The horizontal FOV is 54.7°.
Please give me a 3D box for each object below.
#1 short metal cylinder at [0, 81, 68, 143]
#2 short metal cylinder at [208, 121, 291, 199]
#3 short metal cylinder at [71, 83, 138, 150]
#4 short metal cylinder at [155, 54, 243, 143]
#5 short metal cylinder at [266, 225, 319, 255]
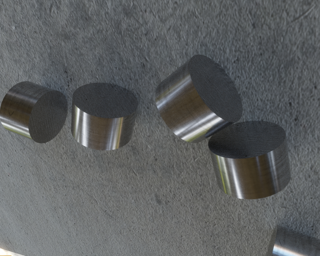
[{"bbox_3d":[-0.182,-0.023,0.453,0.050,0.080,0.079,19,126,17],"label":"short metal cylinder"},{"bbox_3d":[0.098,0.032,0.340,0.080,0.080,0.050,-3,117,29],"label":"short metal cylinder"},{"bbox_3d":[-0.072,-0.016,0.399,0.080,0.080,0.050,24,127,13],"label":"short metal cylinder"},{"bbox_3d":[0.042,-0.030,0.330,0.050,0.080,0.080,-34,99,38],"label":"short metal cylinder"},{"bbox_3d":[0.163,0.170,0.390,0.050,0.080,0.079,16,125,19],"label":"short metal cylinder"}]
